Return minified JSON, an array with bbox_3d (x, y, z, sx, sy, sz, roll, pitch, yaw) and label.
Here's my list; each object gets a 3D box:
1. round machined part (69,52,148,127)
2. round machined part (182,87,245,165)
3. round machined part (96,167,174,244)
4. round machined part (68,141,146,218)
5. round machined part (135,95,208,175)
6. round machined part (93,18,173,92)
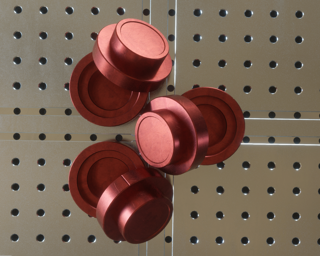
[{"bbox_3d":[-0.063,-0.050,0.403,0.099,0.042,0.097,0,90,0],"label":"round machined part"},{"bbox_3d":[0.057,-0.003,0.405,0.099,0.042,0.097,0,90,0],"label":"round machined part"},{"bbox_3d":[-0.023,0.100,0.376,0.099,0.042,0.097,-20,128,-27],"label":"round machined part"},{"bbox_3d":[-0.064,0.065,0.404,0.099,0.042,0.097,0,90,0],"label":"round machined part"},{"bbox_3d":[0.007,0.010,0.375,0.042,0.098,0.098,-14,90,-42],"label":"round machined part"},{"bbox_3d":[-0.028,-0.094,0.377,0.099,0.042,0.098,16,49,-20],"label":"round machined part"}]
